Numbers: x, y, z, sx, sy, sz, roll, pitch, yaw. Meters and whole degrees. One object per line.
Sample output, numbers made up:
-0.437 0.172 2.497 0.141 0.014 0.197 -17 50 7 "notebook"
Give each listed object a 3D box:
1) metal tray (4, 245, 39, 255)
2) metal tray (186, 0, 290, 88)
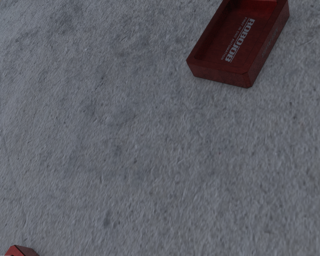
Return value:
-0.152 0.207 0.351 0.130 0.030 0.090 21 73 35 "metal tray"
0.105 -0.122 0.419 0.090 0.030 0.130 21 72 35 "metal tray"
